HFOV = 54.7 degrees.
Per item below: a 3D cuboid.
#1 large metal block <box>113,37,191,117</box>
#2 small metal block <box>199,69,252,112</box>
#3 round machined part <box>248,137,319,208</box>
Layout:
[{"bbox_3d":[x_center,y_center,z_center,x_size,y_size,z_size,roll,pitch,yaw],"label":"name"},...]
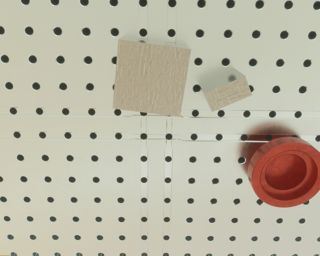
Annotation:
[{"bbox_3d":[-0.011,-0.064,0.376,0.081,0.050,0.079,7,110,-3],"label":"large metal block"},{"bbox_3d":[0.079,-0.048,0.383,0.050,0.050,0.025,-23,109,8],"label":"small metal block"},{"bbox_3d":[0.170,0.057,0.427,0.099,0.042,0.097,0,110,0],"label":"round machined part"}]
